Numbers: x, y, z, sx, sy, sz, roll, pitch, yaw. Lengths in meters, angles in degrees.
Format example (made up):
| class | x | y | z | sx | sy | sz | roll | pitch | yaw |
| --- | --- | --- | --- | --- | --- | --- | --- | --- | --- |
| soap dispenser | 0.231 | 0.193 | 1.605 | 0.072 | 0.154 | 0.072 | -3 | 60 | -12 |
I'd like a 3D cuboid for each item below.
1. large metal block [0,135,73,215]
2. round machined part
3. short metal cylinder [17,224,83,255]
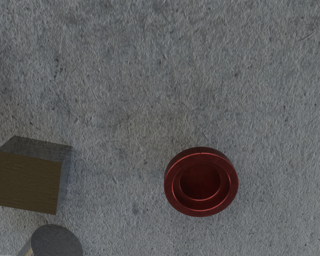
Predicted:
| class | x | y | z | sx | sy | sz | roll | pitch | yaw |
| --- | --- | --- | --- | --- | --- | --- | --- | --- | --- |
| large metal block | -0.169 | 0.063 | 0.418 | 0.081 | 0.050 | 0.079 | 11 | 110 | -5 |
| round machined part | 0.054 | 0.070 | 0.427 | 0.099 | 0.042 | 0.097 | 0 | 110 | 0 |
| short metal cylinder | -0.160 | 0.188 | 0.448 | 0.080 | 0.080 | 0.050 | 35 | 106 | -12 |
